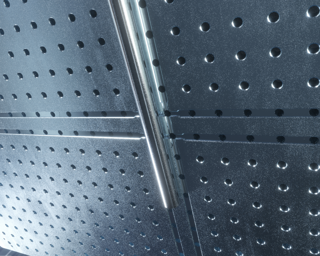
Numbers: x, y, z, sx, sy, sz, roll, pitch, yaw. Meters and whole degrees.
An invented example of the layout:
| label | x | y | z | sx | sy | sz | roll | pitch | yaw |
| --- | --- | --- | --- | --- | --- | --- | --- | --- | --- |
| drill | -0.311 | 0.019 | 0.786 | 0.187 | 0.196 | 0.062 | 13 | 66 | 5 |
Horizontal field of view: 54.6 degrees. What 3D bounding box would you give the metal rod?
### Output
| label | x | y | z | sx | sy | sz | roll | pitch | yaw |
| --- | --- | --- | --- | --- | --- | --- | --- | --- | --- |
| metal rod | -0.014 | -0.016 | 0.410 | 0.025 | 0.025 | 0.298 | 0 | 119 | 28 |
